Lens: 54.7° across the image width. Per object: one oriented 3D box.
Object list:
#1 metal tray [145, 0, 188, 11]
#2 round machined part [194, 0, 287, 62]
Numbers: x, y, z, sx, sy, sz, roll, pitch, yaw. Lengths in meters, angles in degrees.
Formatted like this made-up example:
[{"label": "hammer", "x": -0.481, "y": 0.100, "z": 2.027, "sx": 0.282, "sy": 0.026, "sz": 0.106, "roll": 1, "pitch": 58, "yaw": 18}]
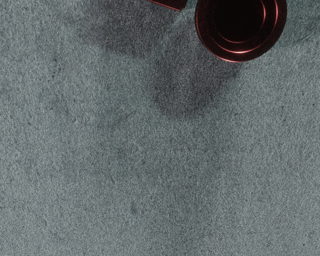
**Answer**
[{"label": "metal tray", "x": 0.003, "y": -0.204, "z": 0.331, "sx": 0.091, "sy": 0.030, "sz": 0.129, "roll": 17, "pitch": 109, "yaw": -7}, {"label": "round machined part", "x": 0.089, "y": -0.128, "z": 0.355, "sx": 0.099, "sy": 0.042, "sz": 0.097, "roll": 0, "pitch": 110, "yaw": -1}]
